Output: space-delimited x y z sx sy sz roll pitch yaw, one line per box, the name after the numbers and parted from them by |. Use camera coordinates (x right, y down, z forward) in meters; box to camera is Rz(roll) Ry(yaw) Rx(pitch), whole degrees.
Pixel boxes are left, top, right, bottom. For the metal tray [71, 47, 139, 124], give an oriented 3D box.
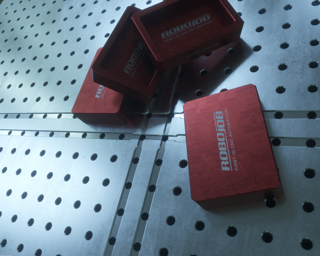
-0.075 -0.071 0.486 0.090 0.030 0.130 2 62 28 | metal tray

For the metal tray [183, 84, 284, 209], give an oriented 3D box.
0.078 0.019 0.352 0.090 0.030 0.130 -15 56 19 | metal tray

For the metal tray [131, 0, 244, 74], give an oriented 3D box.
0.038 -0.142 0.433 0.131 0.030 0.090 -25 69 -7 | metal tray

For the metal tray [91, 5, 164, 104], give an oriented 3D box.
-0.031 -0.109 0.451 0.090 0.030 0.130 23 66 0 | metal tray
